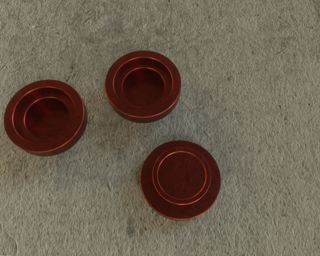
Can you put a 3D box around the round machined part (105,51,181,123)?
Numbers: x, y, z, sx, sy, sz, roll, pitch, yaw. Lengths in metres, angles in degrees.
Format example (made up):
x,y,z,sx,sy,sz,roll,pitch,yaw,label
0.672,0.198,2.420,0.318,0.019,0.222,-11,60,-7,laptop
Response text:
x,y,z,sx,sy,sz,roll,pitch,yaw,label
-0.022,-0.051,0.418,0.099,0.042,0.098,0,70,0,round machined part

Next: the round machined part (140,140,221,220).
x,y,z,sx,sy,sz,roll,pitch,yaw,label
0.025,0.061,0.377,0.099,0.042,0.098,0,70,0,round machined part

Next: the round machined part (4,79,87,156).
x,y,z,sx,sy,sz,roll,pitch,yaw,label
-0.143,-0.010,0.402,0.099,0.042,0.098,0,70,0,round machined part
